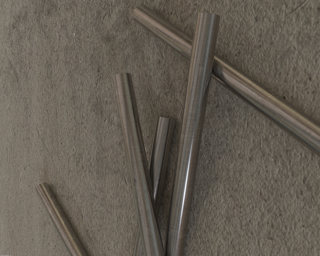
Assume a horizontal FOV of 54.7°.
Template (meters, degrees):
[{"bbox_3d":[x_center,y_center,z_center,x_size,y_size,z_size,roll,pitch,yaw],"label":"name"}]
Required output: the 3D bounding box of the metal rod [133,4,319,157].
[{"bbox_3d":[0.065,-0.068,0.350,0.300,0.025,0.025,44,117,31],"label":"metal rod"}]

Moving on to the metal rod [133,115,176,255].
[{"bbox_3d":[-0.017,0.131,0.419,0.025,0.025,0.298,17,101,39],"label":"metal rod"}]

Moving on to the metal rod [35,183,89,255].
[{"bbox_3d":[-0.138,0.210,0.518,0.300,0.025,0.025,48,118,29],"label":"metal rod"}]

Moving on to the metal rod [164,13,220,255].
[{"bbox_3d":[0.033,0.026,0.357,0.025,0.025,0.298,18,108,38],"label":"metal rod"}]

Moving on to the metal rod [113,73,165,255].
[{"bbox_3d":[-0.022,0.076,0.389,0.025,0.025,0.299,-18,79,38],"label":"metal rod"}]
